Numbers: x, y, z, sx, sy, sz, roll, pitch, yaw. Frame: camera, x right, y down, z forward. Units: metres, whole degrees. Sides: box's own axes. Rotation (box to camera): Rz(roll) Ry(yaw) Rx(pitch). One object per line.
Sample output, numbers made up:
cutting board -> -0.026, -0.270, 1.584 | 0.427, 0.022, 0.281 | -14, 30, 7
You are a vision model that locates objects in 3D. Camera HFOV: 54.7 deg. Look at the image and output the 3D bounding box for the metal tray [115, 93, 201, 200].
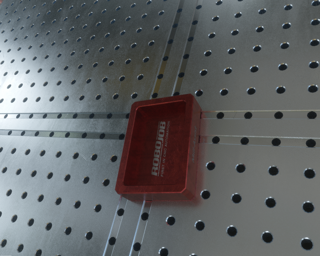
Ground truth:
metal tray -> 0.000, 0.023, 0.389 | 0.090, 0.030, 0.130 | -6, 59, 24
